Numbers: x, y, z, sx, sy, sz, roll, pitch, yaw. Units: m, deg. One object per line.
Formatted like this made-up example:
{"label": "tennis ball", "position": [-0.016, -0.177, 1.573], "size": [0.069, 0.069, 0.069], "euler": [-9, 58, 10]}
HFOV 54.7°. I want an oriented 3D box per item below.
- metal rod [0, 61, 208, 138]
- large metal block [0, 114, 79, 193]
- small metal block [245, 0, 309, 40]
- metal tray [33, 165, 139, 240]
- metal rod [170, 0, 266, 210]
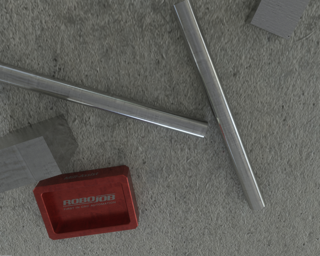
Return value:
{"label": "metal rod", "position": [-0.085, -0.038, 0.394], "size": [0.302, 0.025, 0.025], "euler": [16, 109, -6]}
{"label": "large metal block", "position": [-0.159, 0.029, 0.389], "size": [0.080, 0.080, 0.050], "euler": [-18, 109, 6]}
{"label": "small metal block", "position": [0.136, -0.137, 0.361], "size": [0.050, 0.025, 0.050], "euler": [20, 109, -8]}
{"label": "metal tray", "position": [-0.102, 0.108, 0.445], "size": [0.131, 0.030, 0.089], "euler": [-9, 110, 2]}
{"label": "metal rod", "position": [0.083, -0.016, 0.404], "size": [0.025, 0.025, 0.299], "euler": [-22, 109, 7]}
